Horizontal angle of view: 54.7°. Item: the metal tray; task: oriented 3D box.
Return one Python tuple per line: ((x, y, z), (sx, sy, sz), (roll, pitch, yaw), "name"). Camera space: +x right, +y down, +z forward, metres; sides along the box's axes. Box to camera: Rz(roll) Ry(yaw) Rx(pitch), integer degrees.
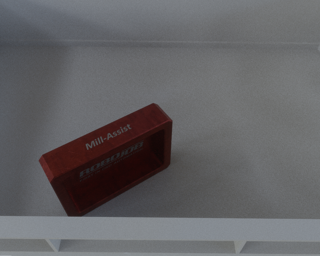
((-0.049, 0.037, 0.331), (0.131, 0.089, 0.030), (-27, 56, -21), "metal tray")
